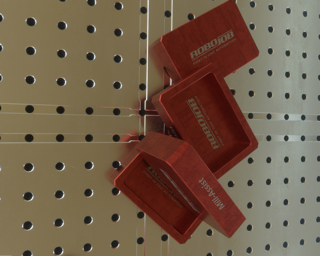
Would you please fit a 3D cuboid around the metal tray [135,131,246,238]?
[{"bbox_3d":[0.035,0.065,0.367,0.030,0.090,0.130,-44,114,-15],"label":"metal tray"}]

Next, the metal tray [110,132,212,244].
[{"bbox_3d":[0.010,0.079,0.414,0.130,0.030,0.090,46,76,-15],"label":"metal tray"}]

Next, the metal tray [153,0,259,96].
[{"bbox_3d":[0.068,-0.111,0.436,0.131,0.030,0.090,-33,101,-17],"label":"metal tray"}]

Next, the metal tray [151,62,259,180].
[{"bbox_3d":[0.060,-0.006,0.401,0.090,0.030,0.130,-35,102,-17],"label":"metal tray"}]
